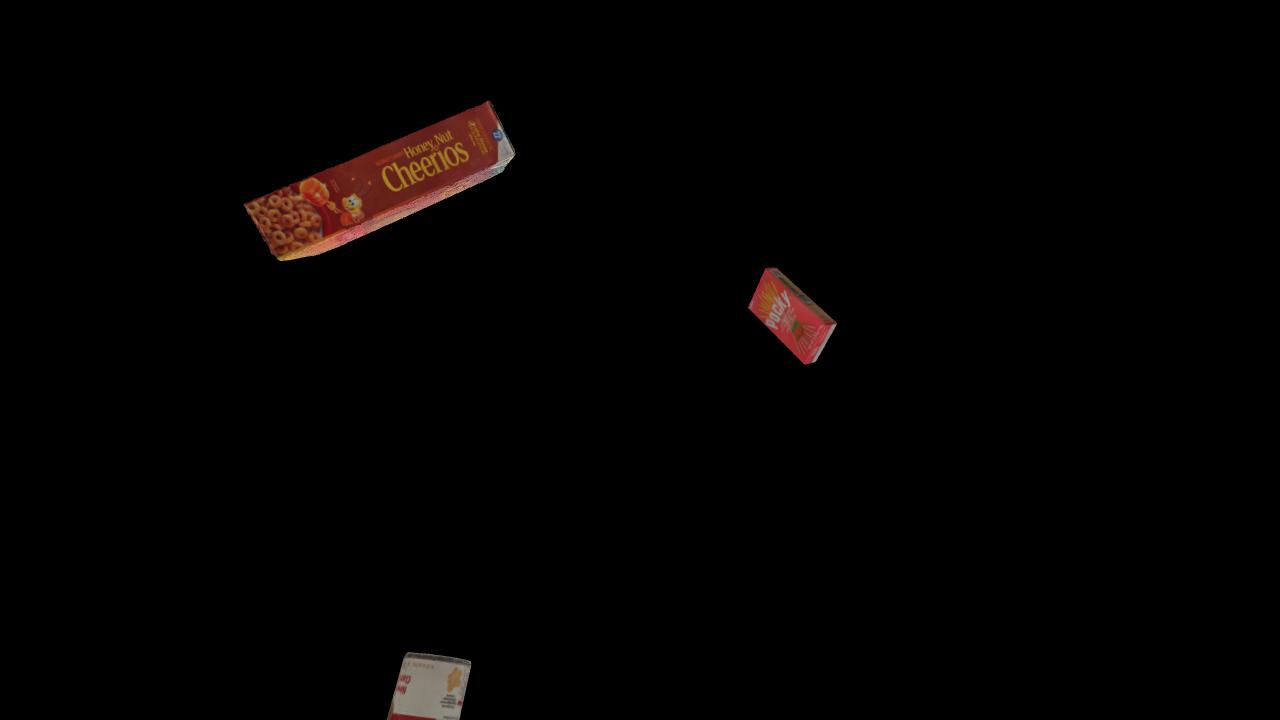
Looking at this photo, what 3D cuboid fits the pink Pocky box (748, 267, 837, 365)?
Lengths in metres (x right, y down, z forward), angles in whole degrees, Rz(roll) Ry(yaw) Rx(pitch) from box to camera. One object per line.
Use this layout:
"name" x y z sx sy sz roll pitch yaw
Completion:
"pink Pocky box" 0.242 -0.073 0.997 0.029 0.084 0.155 -11 48 -31

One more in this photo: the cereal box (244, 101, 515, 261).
"cereal box" -0.321 -0.228 0.804 0.306 0.081 0.203 -27 18 -11

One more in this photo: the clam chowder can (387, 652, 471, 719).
"clam chowder can" -0.205 0.339 0.587 0.068 0.102 0.068 6 -31 3
